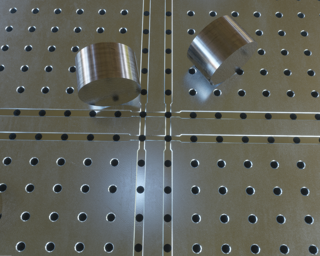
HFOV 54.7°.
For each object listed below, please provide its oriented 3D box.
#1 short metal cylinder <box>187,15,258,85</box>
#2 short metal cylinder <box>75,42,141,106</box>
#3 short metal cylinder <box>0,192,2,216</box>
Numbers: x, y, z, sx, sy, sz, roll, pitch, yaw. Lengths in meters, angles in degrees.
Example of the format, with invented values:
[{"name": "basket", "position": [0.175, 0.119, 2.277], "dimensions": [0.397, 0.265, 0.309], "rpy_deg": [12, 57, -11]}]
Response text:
[{"name": "short metal cylinder", "position": [0.084, -0.104, 0.422], "dimensions": [0.080, 0.080, 0.050], "rpy_deg": [-34, 74, -12]}, {"name": "short metal cylinder", "position": [-0.068, -0.068, 0.407], "dimensions": [0.081, 0.080, 0.050], "rpy_deg": [-9, 71, -4]}, {"name": "short metal cylinder", "position": [-0.237, 0.093, 0.361], "dimensions": [0.081, 0.050, 0.080], "rpy_deg": [0, 70, -1]}]
